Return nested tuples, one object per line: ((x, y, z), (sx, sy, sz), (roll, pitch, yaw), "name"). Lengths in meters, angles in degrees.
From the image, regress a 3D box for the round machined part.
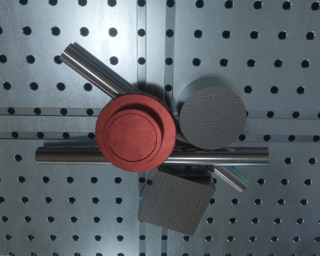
((-0.030, 0.007, 0.371), (0.099, 0.042, 0.097), (1, 102, 5), "round machined part")

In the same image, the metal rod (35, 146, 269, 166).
((-0.015, 0.037, 0.407), (0.302, 0.025, 0.025), (0, 110, 7), "metal rod")

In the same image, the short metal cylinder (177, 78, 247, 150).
((0.063, -0.019, 0.393), (0.081, 0.050, 0.079), (0, 110, -1), "short metal cylinder")

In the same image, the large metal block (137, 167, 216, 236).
((0.021, 0.093, 0.432), (0.080, 0.050, 0.079), (19, 109, -7), "large metal block")

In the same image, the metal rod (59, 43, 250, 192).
((0.002, -0.006, 0.411), (0.301, 0.025, 0.025), (37, 106, -13), "metal rod")
